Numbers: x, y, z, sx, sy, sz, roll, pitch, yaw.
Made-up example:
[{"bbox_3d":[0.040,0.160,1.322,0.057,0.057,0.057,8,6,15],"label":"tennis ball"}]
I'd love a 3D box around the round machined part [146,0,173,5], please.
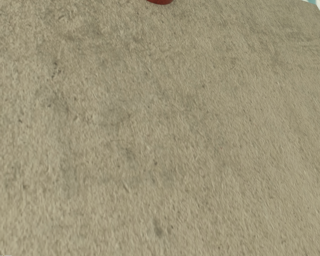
[{"bbox_3d":[-0.008,-0.274,0.558,0.099,0.042,0.098,14,56,-21],"label":"round machined part"}]
